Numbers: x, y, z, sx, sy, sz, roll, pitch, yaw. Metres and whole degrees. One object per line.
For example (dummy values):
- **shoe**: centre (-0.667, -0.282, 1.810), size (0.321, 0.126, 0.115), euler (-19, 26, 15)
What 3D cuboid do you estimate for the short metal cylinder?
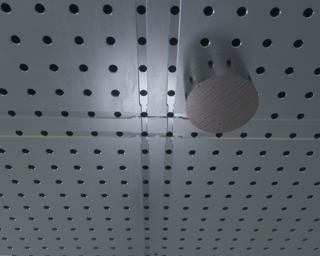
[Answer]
- **short metal cylinder**: centre (0.068, -0.040, 0.361), size (0.080, 0.050, 0.080), euler (0, 130, 0)
